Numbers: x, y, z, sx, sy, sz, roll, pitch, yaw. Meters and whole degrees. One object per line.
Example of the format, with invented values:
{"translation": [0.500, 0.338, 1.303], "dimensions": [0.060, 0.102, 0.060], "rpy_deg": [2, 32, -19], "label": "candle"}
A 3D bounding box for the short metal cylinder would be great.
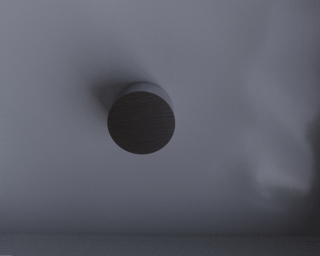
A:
{"translation": [-0.022, -0.013, 0.390], "dimensions": [0.080, 0.050, 0.079], "rpy_deg": [0, 110, 0], "label": "short metal cylinder"}
